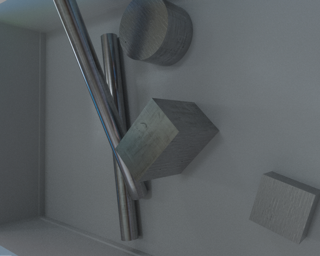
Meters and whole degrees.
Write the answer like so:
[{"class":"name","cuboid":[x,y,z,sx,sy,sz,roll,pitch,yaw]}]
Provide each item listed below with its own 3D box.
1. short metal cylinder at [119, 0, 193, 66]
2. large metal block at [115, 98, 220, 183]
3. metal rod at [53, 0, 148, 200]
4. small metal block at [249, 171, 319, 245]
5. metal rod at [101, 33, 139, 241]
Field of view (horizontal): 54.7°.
[{"class":"short metal cylinder","cuboid":[-0.006,-0.122,0.393,0.080,0.050,0.079,0,90,39]},{"class":"large metal block","cuboid":[0.009,0.014,0.362,0.080,0.081,0.050,-52,60,27]},{"class":"metal rod","cuboid":[-0.075,-0.043,0.392,0.025,0.025,0.298,-6,110,39]},{"class":"small metal block","cuboid":[0.123,0.076,0.305,0.050,0.025,0.050,21,103,37]},{"class":"metal rod","cuboid":[-0.060,0.009,0.453,0.025,0.025,0.298,-11,83,39]}]
